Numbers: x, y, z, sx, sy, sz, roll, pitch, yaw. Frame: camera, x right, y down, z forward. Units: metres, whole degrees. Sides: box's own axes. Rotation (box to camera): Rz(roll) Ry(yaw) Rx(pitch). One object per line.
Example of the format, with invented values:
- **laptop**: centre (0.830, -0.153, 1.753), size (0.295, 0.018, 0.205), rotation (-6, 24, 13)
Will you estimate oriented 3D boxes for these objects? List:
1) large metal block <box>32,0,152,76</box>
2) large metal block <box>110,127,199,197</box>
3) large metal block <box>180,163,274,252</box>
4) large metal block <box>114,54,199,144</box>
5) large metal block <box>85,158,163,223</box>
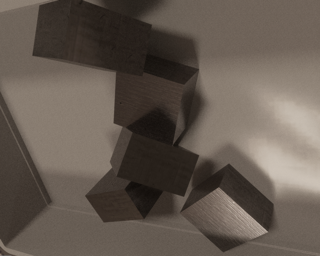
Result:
- **large metal block**: centre (-0.068, -0.086, 0.303), size (0.080, 0.081, 0.050), rotation (19, 101, 49)
- **large metal block**: centre (-0.011, 0.037, 0.376), size (0.080, 0.080, 0.050), rotation (20, 90, -15)
- **large metal block**: centre (0.088, 0.107, 0.412), size (0.080, 0.050, 0.080), rotation (43, 129, -2)
- **large metal block**: centre (-0.006, -0.037, 0.372), size (0.080, 0.050, 0.079), rotation (20, 126, 16)
- **large metal block**: centre (-0.045, 0.087, 0.447), size (0.080, 0.080, 0.050), rotation (-17, 110, 37)
